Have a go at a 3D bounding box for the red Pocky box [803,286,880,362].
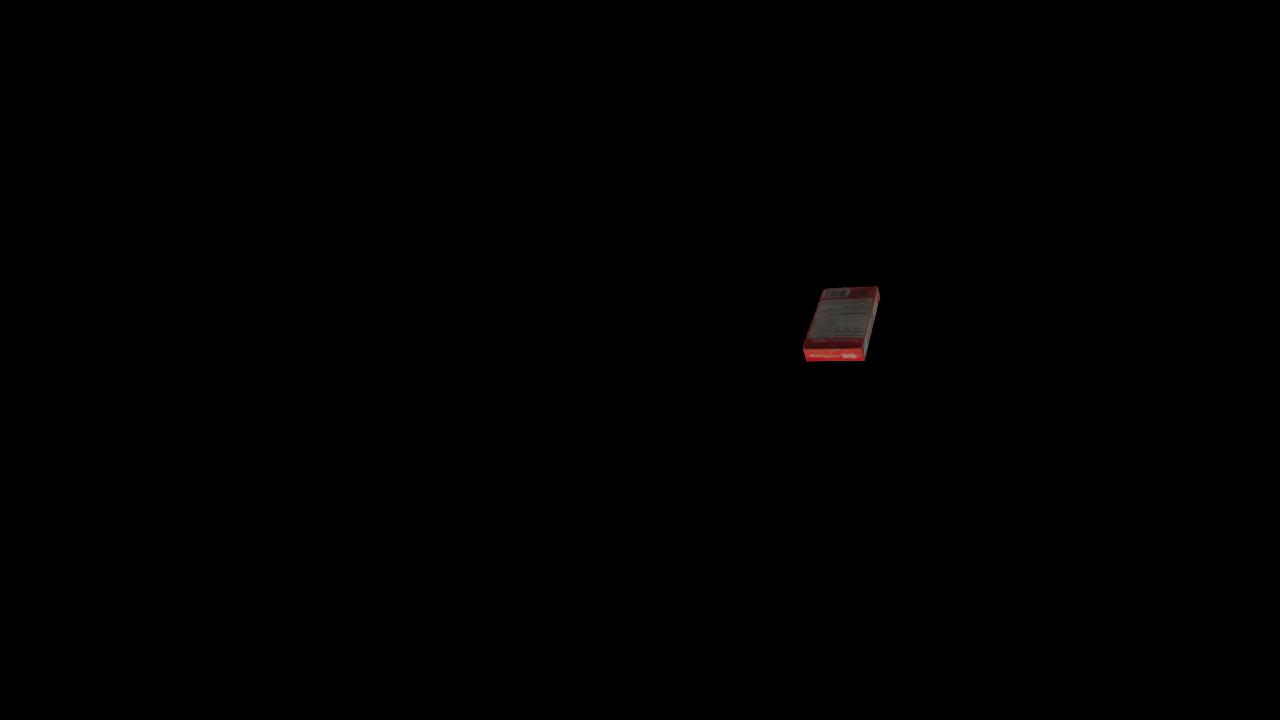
[{"bbox_3d":[0.294,-0.054,0.893,0.083,0.028,0.155,1,39,30],"label":"red Pocky box"}]
